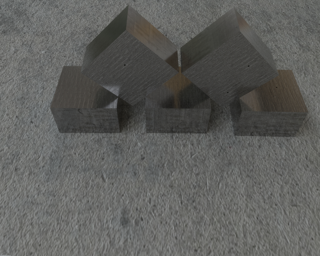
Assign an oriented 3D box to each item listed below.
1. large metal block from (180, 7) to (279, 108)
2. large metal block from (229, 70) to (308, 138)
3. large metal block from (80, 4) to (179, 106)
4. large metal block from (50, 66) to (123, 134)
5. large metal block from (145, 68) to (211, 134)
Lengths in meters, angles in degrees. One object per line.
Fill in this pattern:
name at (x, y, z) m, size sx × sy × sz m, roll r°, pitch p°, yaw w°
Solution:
large metal block at (0.082, -0.082, 0.377) m, size 0.080 × 0.080 × 0.050 m, roll -32°, pitch 40°, yaw 33°
large metal block at (0.140, -0.034, 0.420) m, size 0.081 × 0.050 × 0.080 m, roll 1°, pitch 50°, yaw 0°
large metal block at (-0.035, -0.083, 0.374) m, size 0.080 × 0.080 × 0.050 m, roll 32°, pitch 40°, yaw -34°
large metal block at (-0.093, -0.039, 0.420) m, size 0.081 × 0.050 × 0.080 m, roll 0°, pitch 50°, yaw 0°
large metal block at (0.023, -0.038, 0.421) m, size 0.081 × 0.050 × 0.080 m, roll 1°, pitch 50°, yaw 0°
